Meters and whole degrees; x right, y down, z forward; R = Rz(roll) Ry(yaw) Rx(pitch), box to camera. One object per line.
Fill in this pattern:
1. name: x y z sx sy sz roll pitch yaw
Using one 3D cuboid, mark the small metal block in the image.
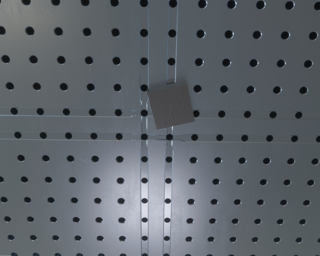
1. small metal block: 0.015 -0.030 0.402 0.050 0.025 0.050 -13 110 4
